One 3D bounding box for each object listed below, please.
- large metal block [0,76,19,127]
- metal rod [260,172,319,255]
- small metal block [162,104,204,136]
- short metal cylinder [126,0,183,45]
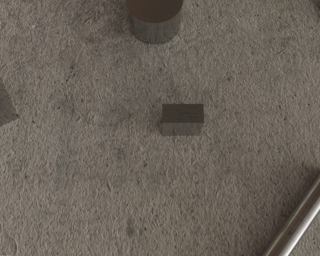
[{"bbox_3d":[-0.249,-0.036,0.406,0.080,0.050,0.080,-27,73,-10],"label":"large metal block"},{"bbox_3d":[0.119,0.161,0.350,0.025,0.025,0.301,40,74,13],"label":"metal rod"},{"bbox_3d":[0.028,-0.009,0.399,0.050,0.050,0.025,0,70,0],"label":"small metal block"},{"bbox_3d":[-0.008,-0.172,0.458,0.081,0.050,0.080,0,70,0],"label":"short metal cylinder"}]
